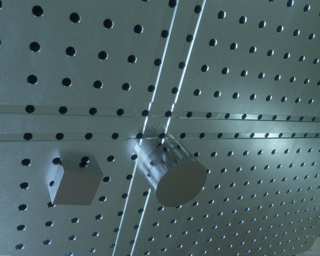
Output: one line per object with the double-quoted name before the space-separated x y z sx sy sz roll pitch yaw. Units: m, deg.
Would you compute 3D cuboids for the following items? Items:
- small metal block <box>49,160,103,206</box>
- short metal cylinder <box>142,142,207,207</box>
"small metal block" -0.108 0.071 0.397 0.050 0.025 0.050 12 112 -34
"short metal cylinder" 0.020 0.067 0.450 0.081 0.050 0.079 -14 124 -21
